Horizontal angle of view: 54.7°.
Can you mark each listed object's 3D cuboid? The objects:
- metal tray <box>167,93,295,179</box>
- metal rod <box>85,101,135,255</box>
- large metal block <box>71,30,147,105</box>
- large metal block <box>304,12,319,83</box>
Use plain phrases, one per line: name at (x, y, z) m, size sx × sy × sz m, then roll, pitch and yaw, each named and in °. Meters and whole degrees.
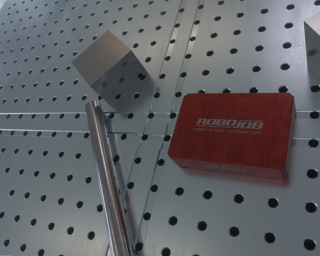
metal tray at (0.082, 0.005, 0.359) m, size 0.130 × 0.030 × 0.090 m, roll 3°, pitch 63°, yaw 29°
metal rod at (-0.064, 0.079, 0.393) m, size 0.025 × 0.025 × 0.299 m, roll -28°, pitch 52°, yaw 10°
large metal block at (-0.082, -0.098, 0.496) m, size 0.080 × 0.050 × 0.080 m, roll -42°, pitch 51°, yaw -1°
large metal block at (0.203, -0.090, 0.321) m, size 0.080 × 0.080 × 0.050 m, roll -29°, pitch 52°, yaw 10°
